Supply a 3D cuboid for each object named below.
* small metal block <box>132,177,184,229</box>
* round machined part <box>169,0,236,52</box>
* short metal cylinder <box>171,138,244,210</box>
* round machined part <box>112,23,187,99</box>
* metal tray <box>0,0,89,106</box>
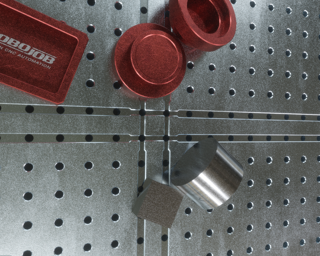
[{"bbox_3d":[-0.002,0.099,0.413,0.050,0.025,0.050,26,81,-19],"label":"small metal block"},{"bbox_3d":[0.052,-0.147,0.414,0.099,0.042,0.098,10,72,-32],"label":"round machined part"},{"bbox_3d":[0.061,0.059,0.407,0.050,0.080,0.080,43,76,-15],"label":"short metal cylinder"},{"bbox_3d":[-0.010,-0.088,0.401,0.099,0.042,0.097,0,90,-20],"label":"round machined part"},{"bbox_3d":[-0.159,-0.090,0.351,0.131,0.030,0.090,22,83,-19],"label":"metal tray"}]
